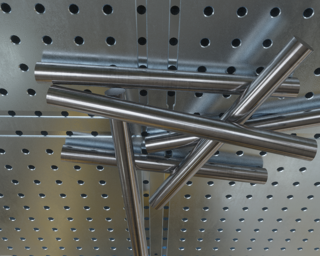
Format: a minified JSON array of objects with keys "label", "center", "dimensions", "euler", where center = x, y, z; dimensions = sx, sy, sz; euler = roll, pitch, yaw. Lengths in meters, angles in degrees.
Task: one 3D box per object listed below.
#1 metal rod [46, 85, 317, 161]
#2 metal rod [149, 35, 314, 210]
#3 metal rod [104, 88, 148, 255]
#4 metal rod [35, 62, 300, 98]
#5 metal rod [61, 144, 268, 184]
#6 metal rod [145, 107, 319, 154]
[{"label":"metal rod","center":[0.022,-0.006,0.351],"dimensions":[0.301,0.025,0.025],"euler":[12,130,2]},{"label":"metal rod","center":[0.068,0.015,0.390],"dimensions":[0.025,0.025,0.298],"euler":[23,126,-19]},{"label":"metal rod","center":[-0.042,0.088,0.442],"dimensions":[0.025,0.025,0.298],"euler":[-4,118,3]},{"label":"metal rod","center":[0.011,-0.056,0.363],"dimensions":[0.302,0.025,0.025],"euler":[3,130,-3]},{"label":"metal rod","center":[0.011,0.055,0.457],"dimensions":[0.302,0.025,0.025],"euler":[7,130,-7]},{"label":"metal rod","center":[0.129,-0.002,0.410],"dimensions":[0.301,0.025,0.025],"euler":[-10,130,8]}]
